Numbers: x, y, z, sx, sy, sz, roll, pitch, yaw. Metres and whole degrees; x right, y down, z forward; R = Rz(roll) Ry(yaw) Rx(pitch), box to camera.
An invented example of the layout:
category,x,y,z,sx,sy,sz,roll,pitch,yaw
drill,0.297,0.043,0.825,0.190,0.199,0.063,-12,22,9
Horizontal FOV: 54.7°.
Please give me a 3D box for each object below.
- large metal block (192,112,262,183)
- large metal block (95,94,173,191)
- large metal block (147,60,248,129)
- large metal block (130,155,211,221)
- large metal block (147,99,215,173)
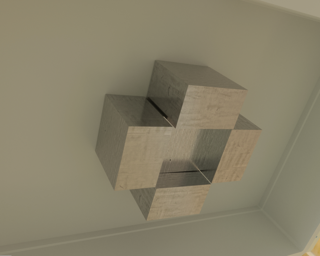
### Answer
category,x,y,z,sx,sy,sz,roll,pitch,yaw
large metal block,0.081,0.018,0.427,0.050,0.080,0.079,1,118,-29
large metal block,-0.035,0.014,0.362,0.050,0.080,0.079,1,118,-29
large metal block,0.041,-0.040,0.368,0.081,0.080,0.050,1,118,-29
large metal block,0.008,0.074,0.421,0.081,0.080,0.050,2,118,-29
large metal block,0.019,0.010,0.406,0.081,0.050,0.079,1,118,-29
